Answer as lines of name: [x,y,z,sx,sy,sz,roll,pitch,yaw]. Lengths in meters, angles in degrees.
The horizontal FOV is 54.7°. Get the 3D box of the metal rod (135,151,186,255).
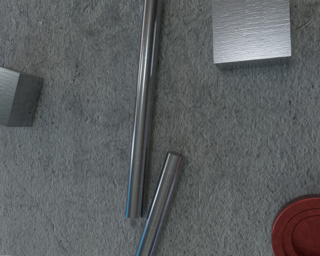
metal rod: [-0.022,0.176,0.415,0.025,0.025,0.298,19,96,18]

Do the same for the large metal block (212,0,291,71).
large metal block: [0.106,-0.113,0.358,0.080,0.050,0.079,-2,89,19]

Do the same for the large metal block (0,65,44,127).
large metal block: [-0.237,-0.051,0.477,0.080,0.050,0.080,18,96,18]

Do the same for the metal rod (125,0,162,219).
metal rod: [-0.022,-0.029,0.415,0.025,0.025,0.298,6,92,19]

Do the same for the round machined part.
round machined part: [0.174,0.121,0.339,0.098,0.042,0.097,0,90,19]
